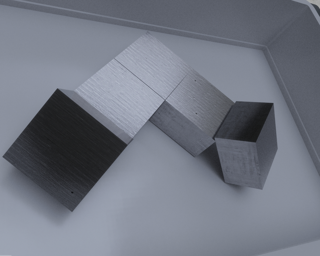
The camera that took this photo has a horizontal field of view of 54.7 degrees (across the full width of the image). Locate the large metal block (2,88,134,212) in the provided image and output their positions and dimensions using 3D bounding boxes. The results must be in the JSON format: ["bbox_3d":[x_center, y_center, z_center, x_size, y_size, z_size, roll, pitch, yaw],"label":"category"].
[{"bbox_3d":[-0.085,0.019,0.302,0.080,0.050,0.080,39,94,-2],"label":"large metal block"}]

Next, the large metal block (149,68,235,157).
[{"bbox_3d":[0.047,-0.022,0.425,0.080,0.050,0.080,39,51,-2],"label":"large metal block"}]

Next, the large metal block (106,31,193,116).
[{"bbox_3d":[-0.016,-0.073,0.423,0.080,0.050,0.080,39,51,-2],"label":"large metal block"}]

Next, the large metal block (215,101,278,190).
[{"bbox_3d":[0.118,0.021,0.411,0.080,0.050,0.080,-52,136,-39],"label":"large metal block"}]

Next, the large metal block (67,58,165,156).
[{"bbox_3d":[-0.055,-0.023,0.372,0.080,0.050,0.080,39,51,-2],"label":"large metal block"}]
